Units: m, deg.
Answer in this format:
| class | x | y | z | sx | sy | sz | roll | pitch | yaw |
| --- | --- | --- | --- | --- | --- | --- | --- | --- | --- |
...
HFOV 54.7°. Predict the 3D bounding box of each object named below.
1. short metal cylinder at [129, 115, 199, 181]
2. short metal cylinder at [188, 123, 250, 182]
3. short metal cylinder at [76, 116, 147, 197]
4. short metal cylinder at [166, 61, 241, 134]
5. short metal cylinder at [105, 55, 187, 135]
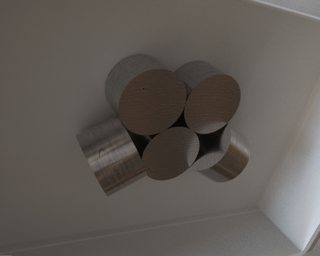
| class | x | y | z | sx | sy | sz | roll | pitch | yaw |
| --- | --- | --- | --- | --- | --- | --- | --- | --- | --- |
| short metal cylinder | 0.004 | 0.021 | 0.406 | 0.081 | 0.050 | 0.079 | -14 | 124 | -21 |
| short metal cylinder | 0.076 | 0.030 | 0.430 | 0.050 | 0.080 | 0.080 | 34 | 99 | -38 |
| short metal cylinder | -0.056 | 0.032 | 0.360 | 0.050 | 0.080 | 0.080 | -27 | 128 | -11 |
| short metal cylinder | 0.054 | -0.039 | 0.396 | 0.081 | 0.050 | 0.079 | -14 | 124 | -21 |
| short metal cylinder | -0.017 | -0.038 | 0.357 | 0.081 | 0.050 | 0.079 | -14 | 124 | -21 |
